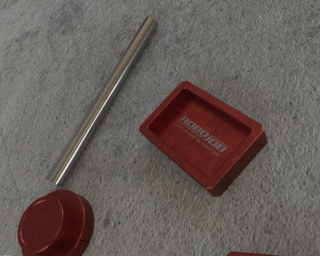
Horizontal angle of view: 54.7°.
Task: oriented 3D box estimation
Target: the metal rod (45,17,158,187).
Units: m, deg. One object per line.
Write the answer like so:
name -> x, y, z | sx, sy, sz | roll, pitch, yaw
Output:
metal rod -> -0.081, -0.050, 0.475 | 0.025, 0.025, 0.300 | 16, 70, 34

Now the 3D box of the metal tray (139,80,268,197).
metal tray -> 0.047, 0.007, 0.370 | 0.090, 0.030, 0.130 | -47, 52, -5

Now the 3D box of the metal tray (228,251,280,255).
metal tray -> 0.118, 0.152, 0.244 | 0.130, 0.030, 0.090 | -5, 59, 25

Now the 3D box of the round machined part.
round machined part -> -0.136, 0.124, 0.386 | 0.098, 0.042, 0.098 | -13, 56, 20
